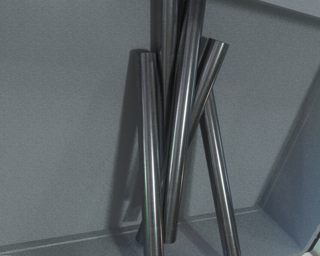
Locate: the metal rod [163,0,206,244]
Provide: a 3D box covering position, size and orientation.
[{"bbox_3d":[0.024,-0.002,0.369,0.025,0.025,0.298,-1,104,-28],"label":"metal rod"}]

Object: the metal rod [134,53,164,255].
[{"bbox_3d":[-0.011,0.064,0.370,0.025,0.025,0.298,-6,98,-26],"label":"metal rod"}]

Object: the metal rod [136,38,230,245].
[{"bbox_3d":[0.022,0.032,0.407,0.025,0.025,0.298,7,113,-31],"label":"metal rod"}]

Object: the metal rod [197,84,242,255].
[{"bbox_3d":[0.083,0.078,0.426,0.025,0.025,0.298,-15,101,-20],"label":"metal rod"}]

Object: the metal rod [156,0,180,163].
[{"bbox_3d":[0.006,-0.019,0.399,0.025,0.025,0.298,-13,124,-21],"label":"metal rod"}]
